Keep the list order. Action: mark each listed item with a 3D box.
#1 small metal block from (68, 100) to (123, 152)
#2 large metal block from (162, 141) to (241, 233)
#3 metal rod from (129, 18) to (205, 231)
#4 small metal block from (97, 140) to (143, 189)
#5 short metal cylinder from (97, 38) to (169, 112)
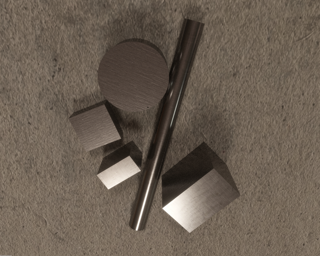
[{"bbox_3d":[-0.083,-0.003,0.407,0.050,0.025,0.050,-21,109,7],"label":"small metal block"},{"bbox_3d":[0.049,0.075,0.409,0.080,0.080,0.050,-41,105,13],"label":"large metal block"},{"bbox_3d":[0.003,0.010,0.413,0.025,0.025,0.298,14,109,-5],"label":"metal rod"},{"bbox_3d":[-0.052,0.048,0.413,0.050,0.050,0.025,-31,107,10],"label":"small metal block"},{"bbox_3d":[-0.030,-0.065,0.372,0.081,0.050,0.079,0,110,-1],"label":"short metal cylinder"}]
